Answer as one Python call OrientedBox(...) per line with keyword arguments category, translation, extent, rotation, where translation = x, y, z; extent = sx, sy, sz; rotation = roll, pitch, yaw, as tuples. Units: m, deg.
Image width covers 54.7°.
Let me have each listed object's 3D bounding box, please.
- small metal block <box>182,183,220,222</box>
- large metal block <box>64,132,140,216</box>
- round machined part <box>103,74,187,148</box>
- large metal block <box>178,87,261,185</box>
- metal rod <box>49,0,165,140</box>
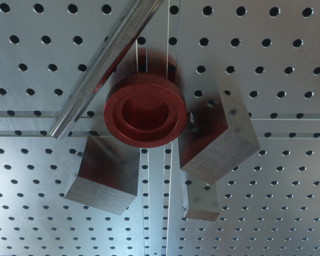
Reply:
OrientedBox(category="small metal block", translation=(0.065, 0.119, 0.497), extent=(0.050, 0.050, 0.025), rotation=(10, 129, -8))
OrientedBox(category="large metal block", translation=(-0.077, 0.063, 0.429), extent=(0.080, 0.080, 0.050), rotation=(24, 126, -19))
OrientedBox(category="round machined part", translation=(-0.017, -0.024, 0.379), extent=(0.099, 0.042, 0.097), rotation=(0, 130, 0))
OrientedBox(category="large metal block", translation=(0.068, 0.010, 0.384), extent=(0.050, 0.080, 0.080), rotation=(30, 124, -23))
OrientedBox(category="metal rod", translation=(-0.048, -0.086, 0.337), extent=(0.025, 0.025, 0.299), rotation=(29, 124, -23))
